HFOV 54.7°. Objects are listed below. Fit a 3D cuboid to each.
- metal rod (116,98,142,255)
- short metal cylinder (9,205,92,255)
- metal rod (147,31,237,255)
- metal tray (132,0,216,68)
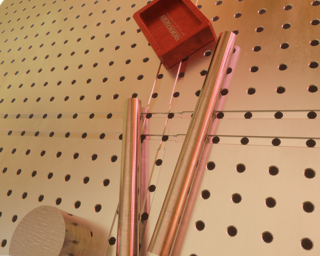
[{"bbox_3d":[-0.037,0.091,0.370,0.025,0.025,0.299,-14,56,20],"label":"metal rod"},{"bbox_3d":[-0.131,0.140,0.373,0.080,0.050,0.080,-13,56,20],"label":"short metal cylinder"},{"bbox_3d":[0.047,0.003,0.380,0.025,0.025,0.300,7,65,31],"label":"metal rod"},{"bbox_3d":[0.019,-0.164,0.494,0.090,0.030,0.130,-32,52,7],"label":"metal tray"}]
